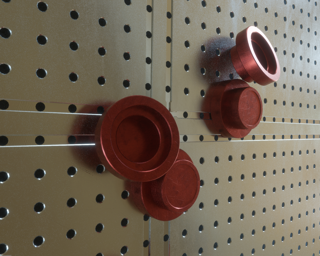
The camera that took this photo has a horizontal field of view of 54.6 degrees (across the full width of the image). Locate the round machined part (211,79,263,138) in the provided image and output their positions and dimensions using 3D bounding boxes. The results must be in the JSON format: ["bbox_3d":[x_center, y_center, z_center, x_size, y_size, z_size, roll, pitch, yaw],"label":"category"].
[{"bbox_3d":[0.131,-0.032,0.506,0.099,0.042,0.097,0,90,-40],"label":"round machined part"}]

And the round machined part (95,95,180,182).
[{"bbox_3d":[-0.029,0.014,0.363,0.099,0.042,0.098,6,77,-29],"label":"round machined part"}]

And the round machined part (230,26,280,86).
[{"bbox_3d":[0.153,-0.114,0.512,0.099,0.042,0.098,22,56,-37],"label":"round machined part"}]

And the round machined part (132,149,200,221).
[{"bbox_3d":[0.015,0.074,0.410,0.099,0.042,0.097,0,90,-40],"label":"round machined part"}]
